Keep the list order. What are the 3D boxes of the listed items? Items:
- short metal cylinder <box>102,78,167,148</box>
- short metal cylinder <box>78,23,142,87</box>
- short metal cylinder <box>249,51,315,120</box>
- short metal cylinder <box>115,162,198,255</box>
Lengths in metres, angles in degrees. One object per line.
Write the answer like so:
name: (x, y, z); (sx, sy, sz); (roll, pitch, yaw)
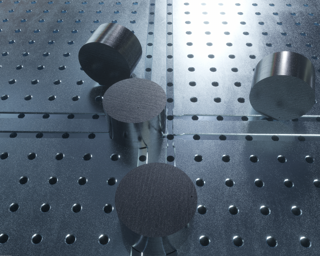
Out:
short metal cylinder: (-0.032, -0.021, 0.408); (0.081, 0.050, 0.080); (0, 50, 0)
short metal cylinder: (-0.073, -0.108, 0.462); (0.080, 0.080, 0.050); (13, 52, 11)
short metal cylinder: (0.166, -0.056, 0.420); (0.080, 0.080, 0.050); (14, 52, 11)
short metal cylinder: (-0.004, 0.083, 0.321); (0.081, 0.050, 0.080); (0, 50, 0)
